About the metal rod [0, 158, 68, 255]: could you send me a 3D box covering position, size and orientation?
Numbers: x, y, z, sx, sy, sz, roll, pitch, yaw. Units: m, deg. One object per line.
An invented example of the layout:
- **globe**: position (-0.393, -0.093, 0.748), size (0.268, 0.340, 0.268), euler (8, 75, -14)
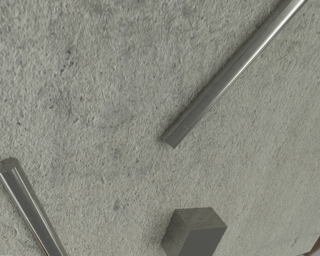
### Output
- **metal rod**: position (-0.149, 0.161, 0.425), size (0.025, 0.025, 0.298), euler (-21, 127, -16)

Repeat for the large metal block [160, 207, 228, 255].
- **large metal block**: position (0.058, 0.188, 0.541), size (0.081, 0.050, 0.079), euler (7, 115, -32)

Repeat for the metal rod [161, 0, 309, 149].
- **metal rod**: position (0.110, -0.091, 0.412), size (0.299, 0.025, 0.025), euler (-48, 129, 6)
